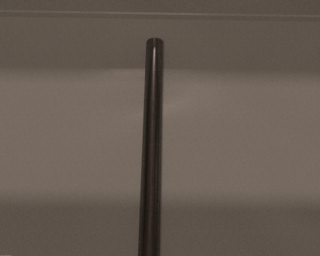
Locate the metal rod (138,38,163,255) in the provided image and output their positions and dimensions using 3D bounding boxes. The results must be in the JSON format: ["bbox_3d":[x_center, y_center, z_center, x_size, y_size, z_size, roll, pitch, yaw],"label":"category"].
[{"bbox_3d":[-0.010,0.015,0.403,0.025,0.025,0.299,1,70,0],"label":"metal rod"}]
